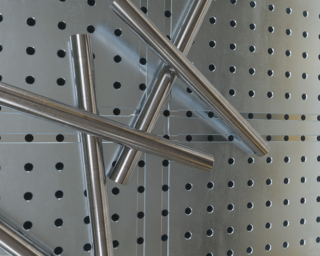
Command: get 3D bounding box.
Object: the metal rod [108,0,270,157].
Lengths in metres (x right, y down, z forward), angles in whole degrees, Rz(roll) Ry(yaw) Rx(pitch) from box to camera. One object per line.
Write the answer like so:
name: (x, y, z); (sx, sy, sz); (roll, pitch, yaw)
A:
metal rod: (0.053, -0.056, 0.411); (0.300, 0.025, 0.025); (41, 77, -24)

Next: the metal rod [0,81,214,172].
metal rod: (-0.070, -0.001, 0.359); (0.302, 0.025, 0.025); (20, 84, -19)

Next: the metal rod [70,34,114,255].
metal rod: (-0.082, 0.037, 0.382); (0.025, 0.025, 0.298); (-6, 92, -20)

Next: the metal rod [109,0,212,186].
metal rod: (0.008, -0.066, 0.416); (0.025, 0.025, 0.299); (28, 81, -18)

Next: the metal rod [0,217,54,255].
metal rod: (-0.192, 0.104, 0.341); (0.300, 0.025, 0.025); (45, 76, -15)
